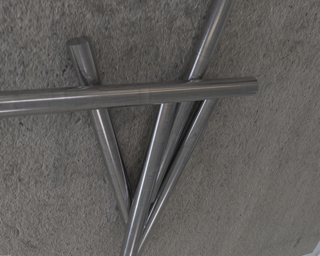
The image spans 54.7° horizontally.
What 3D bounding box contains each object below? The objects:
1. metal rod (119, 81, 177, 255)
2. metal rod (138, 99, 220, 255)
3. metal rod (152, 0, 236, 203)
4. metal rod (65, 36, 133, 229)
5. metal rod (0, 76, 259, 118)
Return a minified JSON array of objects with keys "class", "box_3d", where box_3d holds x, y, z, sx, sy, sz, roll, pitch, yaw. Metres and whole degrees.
[{"class":"metal rod","box_3d":[-0.021,0.084,0.421,0.025,0.025,0.298,5,109,-31]},{"class":"metal rod","box_3d":[0.015,0.076,0.461,0.025,0.025,0.298,11,113,-33]},{"class":"metal rod","box_3d":[0.029,-0.027,0.405,0.025,0.025,0.298,7,115,-32]},{"class":"metal rod","box_3d":[-0.061,0.034,0.393,0.025,0.025,0.298,-21,127,-16]},{"class":"metal rod","box_3d":[-0.017,-0.037,0.340,0.303,0.025,0.025,-7,122,-25]}]
